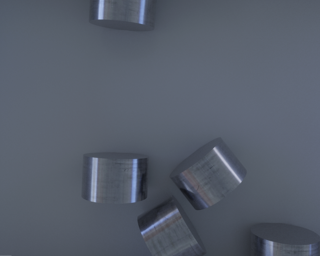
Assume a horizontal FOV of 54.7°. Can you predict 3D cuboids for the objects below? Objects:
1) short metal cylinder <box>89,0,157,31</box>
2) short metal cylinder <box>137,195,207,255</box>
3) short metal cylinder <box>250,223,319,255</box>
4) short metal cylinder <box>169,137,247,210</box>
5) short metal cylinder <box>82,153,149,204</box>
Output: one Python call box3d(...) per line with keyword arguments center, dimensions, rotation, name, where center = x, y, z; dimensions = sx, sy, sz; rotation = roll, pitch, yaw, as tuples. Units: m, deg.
box3d(center=(-0.045, -0.151, 0.380), dimensions=(0.080, 0.080, 0.050), rotation=(5, 100, 0), name="short metal cylinder")
box3d(center=(0.015, 0.131, 0.384), dimensions=(0.050, 0.080, 0.080), rotation=(-32, 90, 0), name="short metal cylinder")
box3d(center=(0.154, 0.155, 0.385), dimensions=(0.081, 0.080, 0.050), rotation=(1, 90, 0), name="short metal cylinder")
box3d(center=(0.059, 0.056, 0.384), dimensions=(0.080, 0.080, 0.050), rotation=(-38, 90, 0), name="short metal cylinder")
box3d(center=(-0.055, 0.059, 0.383), dimensions=(0.081, 0.080, 0.050), rotation=(2, 90, 0), name="short metal cylinder")
